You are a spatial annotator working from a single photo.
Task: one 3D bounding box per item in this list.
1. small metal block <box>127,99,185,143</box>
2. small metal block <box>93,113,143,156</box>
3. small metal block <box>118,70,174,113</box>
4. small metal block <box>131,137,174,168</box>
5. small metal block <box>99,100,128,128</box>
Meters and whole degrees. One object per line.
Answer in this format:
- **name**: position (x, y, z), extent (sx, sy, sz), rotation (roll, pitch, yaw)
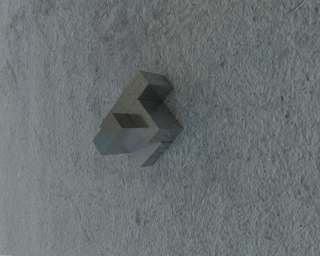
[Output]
- **small metal block**: position (-0.005, -0.009, 0.392), extent (0.025, 0.050, 0.050), rotation (-50, 61, 28)
- **small metal block**: position (-0.049, 0.008, 0.396), extent (0.050, 0.050, 0.025), rotation (-51, 60, 28)
- **small metal block**: position (-0.018, -0.045, 0.403), extent (0.050, 0.050, 0.025), rotation (-51, 60, 28)
- **small metal block**: position (-0.017, 0.017, 0.419), extent (0.050, 0.025, 0.050), rotation (-50, 61, 28)
- **small metal block**: position (-0.046, -0.010, 0.425), extent (0.050, 0.050, 0.025), rotation (-51, 60, 28)
